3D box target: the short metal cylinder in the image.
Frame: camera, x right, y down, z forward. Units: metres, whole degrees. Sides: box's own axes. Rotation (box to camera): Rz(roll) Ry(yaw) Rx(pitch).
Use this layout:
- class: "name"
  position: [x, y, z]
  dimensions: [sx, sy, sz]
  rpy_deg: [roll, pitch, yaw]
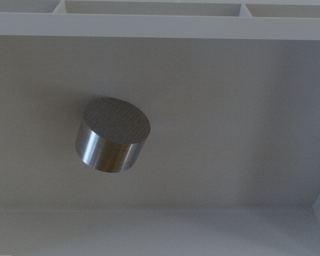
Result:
- class: "short metal cylinder"
  position: [-0.058, 0.008, 0.379]
  dimensions: [0.081, 0.080, 0.050]
  rpy_deg: [16, 128, -14]
